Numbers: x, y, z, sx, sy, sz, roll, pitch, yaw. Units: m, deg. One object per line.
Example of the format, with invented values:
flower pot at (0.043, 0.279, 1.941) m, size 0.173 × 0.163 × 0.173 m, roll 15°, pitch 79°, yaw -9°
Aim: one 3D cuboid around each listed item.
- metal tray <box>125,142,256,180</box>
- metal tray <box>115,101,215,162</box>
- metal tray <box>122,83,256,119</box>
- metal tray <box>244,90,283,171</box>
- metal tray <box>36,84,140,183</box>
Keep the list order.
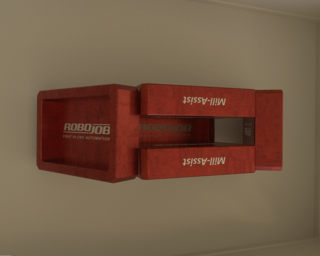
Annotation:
metal tray at (0.029, 0.034, 0.353) m, size 0.131 × 0.090 × 0.030 m, roll 0°, pitch 90°, yaw -21°
metal tray at (0.008, 0.003, 0.409) m, size 0.131 × 0.030 × 0.089 m, roll 0°, pitch 90°, yaw -21°
metal tray at (0.030, -0.027, 0.352) m, size 0.131 × 0.090 × 0.030 m, roll 0°, pitch 90°, yaw -20°
metal tray at (0.129, 0.002, 0.402) m, size 0.030 × 0.130 × 0.089 m, roll 1°, pitch 91°, yaw 10°
metal tray at (-0.080, 0.004, 0.325) m, size 0.030 × 0.130 × 0.089 m, roll 0°, pitch 91°, yaw -52°
